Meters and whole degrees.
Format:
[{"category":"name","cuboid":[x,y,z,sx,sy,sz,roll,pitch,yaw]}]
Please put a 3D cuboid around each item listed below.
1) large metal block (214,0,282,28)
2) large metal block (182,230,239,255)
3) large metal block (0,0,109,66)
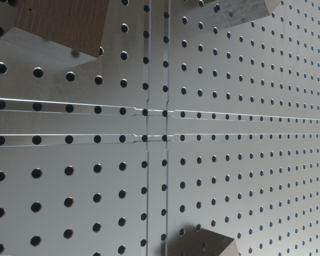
[{"category":"large metal block","cuboid":[0.148,-0.213,0.500,0.080,0.080,0.050,-50,120,-28]},{"category":"large metal block","cuboid":[0.077,0.215,0.461,0.081,0.050,0.080,-29,108,-37]},{"category":"large metal block","cuboid":[-0.102,-0.116,0.308,0.081,0.050,0.080,15,81,-39]}]
